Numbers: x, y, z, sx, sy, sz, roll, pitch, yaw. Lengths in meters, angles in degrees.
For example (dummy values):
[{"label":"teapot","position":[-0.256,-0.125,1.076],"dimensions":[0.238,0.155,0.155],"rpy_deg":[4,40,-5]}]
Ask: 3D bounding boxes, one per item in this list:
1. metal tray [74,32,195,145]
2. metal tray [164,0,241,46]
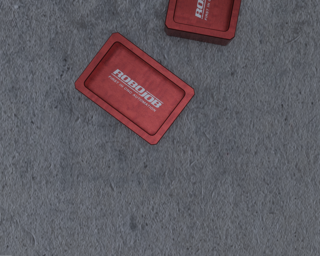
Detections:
[{"label":"metal tray","position":[-0.032,-0.050,0.406],"dimensions":[0.130,0.030,0.090],"rpy_deg":[37,90,0]},{"label":"metal tray","position":[0.061,-0.182,0.407],"dimensions":[0.091,0.030,0.129],"rpy_deg":[10,90,0]}]
